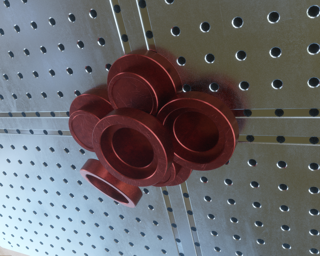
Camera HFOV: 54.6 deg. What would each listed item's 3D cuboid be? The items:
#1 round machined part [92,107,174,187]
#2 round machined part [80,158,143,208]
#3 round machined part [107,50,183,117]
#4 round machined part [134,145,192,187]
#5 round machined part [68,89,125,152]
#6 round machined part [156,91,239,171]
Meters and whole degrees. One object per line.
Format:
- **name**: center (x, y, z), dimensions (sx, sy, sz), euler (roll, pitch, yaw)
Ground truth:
- **round machined part**: center (-0.028, 0.019, 0.372), dimensions (0.098, 0.042, 0.097), euler (13, 124, 21)
- **round machined part**: center (-0.067, 0.075, 0.466), dimensions (0.098, 0.042, 0.098), euler (26, 154, 14)
- **round machined part**: center (-0.025, -0.044, 0.387), dimensions (0.098, 0.042, 0.097), euler (13, 124, 21)
- **round machined part**: center (-0.003, 0.042, 0.428), dimensions (0.098, 0.042, 0.097), euler (13, 124, 21)
- **round machined part**: center (-0.091, -0.004, 0.447), dimensions (0.098, 0.042, 0.097), euler (13, 124, 21)
- **round machined part**: center (0.047, 0.000, 0.375), dimensions (0.098, 0.042, 0.097), euler (13, 124, 21)
